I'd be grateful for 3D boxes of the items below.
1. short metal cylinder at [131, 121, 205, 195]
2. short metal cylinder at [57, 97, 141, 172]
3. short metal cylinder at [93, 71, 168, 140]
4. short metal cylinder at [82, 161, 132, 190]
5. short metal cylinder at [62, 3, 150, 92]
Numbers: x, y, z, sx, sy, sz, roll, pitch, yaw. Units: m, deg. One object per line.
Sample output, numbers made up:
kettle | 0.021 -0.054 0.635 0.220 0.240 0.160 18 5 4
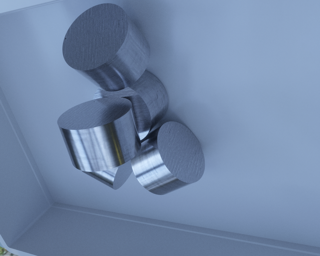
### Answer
short metal cylinder | 0.011 0.038 0.389 0.050 0.080 0.080 -32 101 39
short metal cylinder | -0.065 0.004 0.343 0.080 0.080 0.050 3 120 26
short metal cylinder | -0.036 -0.029 0.391 0.080 0.050 0.079 13 124 21
short metal cylinder | -0.064 0.038 0.428 0.050 0.080 0.079 26 128 12
short metal cylinder | -0.058 -0.087 0.340 0.080 0.080 0.050 4 163 26
